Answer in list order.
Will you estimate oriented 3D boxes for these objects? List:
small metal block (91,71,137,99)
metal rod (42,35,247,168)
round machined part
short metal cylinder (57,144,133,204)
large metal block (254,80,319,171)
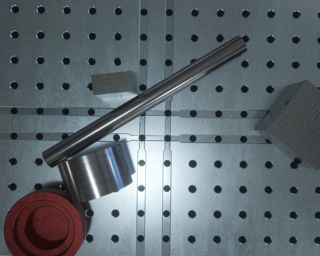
[{"bbox_3d":[-0.057,-0.055,0.400,0.050,0.050,0.025,-6,90,0],"label":"small metal block"},{"bbox_3d":[-0.020,-0.035,0.413,0.301,0.025,0.025,-31,90,-1],"label":"metal rod"},{"bbox_3d":[-0.144,0.127,0.403,0.099,0.042,0.097,0,90,-1],"label":"round machined part"},{"bbox_3d":[-0.080,0.055,0.385,0.080,0.080,0.050,-18,90,0],"label":"short metal cylinder"},{"bbox_3d":[0.187,-0.004,0.403,0.080,0.050,0.080,38,90,-1],"label":"large metal block"}]
